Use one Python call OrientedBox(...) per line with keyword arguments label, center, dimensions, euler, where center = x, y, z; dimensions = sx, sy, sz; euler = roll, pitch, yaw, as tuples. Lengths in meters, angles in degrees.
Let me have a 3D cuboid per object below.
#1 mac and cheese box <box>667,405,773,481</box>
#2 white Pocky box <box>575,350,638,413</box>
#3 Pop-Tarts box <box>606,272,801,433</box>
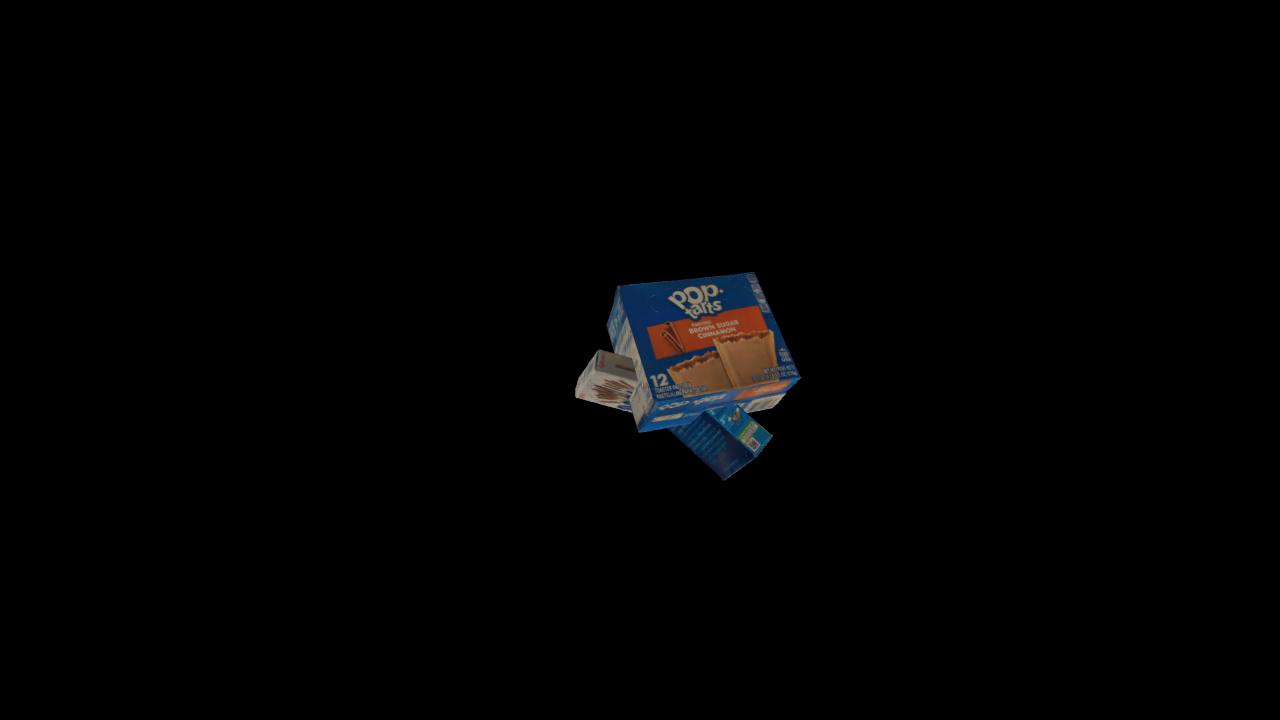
OrientedBox(label="mac and cheese box", center=(0.051, 0.049, 0.688), dimensions=(0.041, 0.184, 0.093), euler=(-43, -9, -28))
OrientedBox(label="white Pocky box", center=(0.014, 0.035, 0.670), dimensions=(0.154, 0.028, 0.084), euler=(16, -28, -15))
OrientedBox(label="Pop-Tarts box", center=(0.064, -0.011, 0.672), dimensions=(0.167, 0.141, 0.083), euler=(-8, -27, -20))
